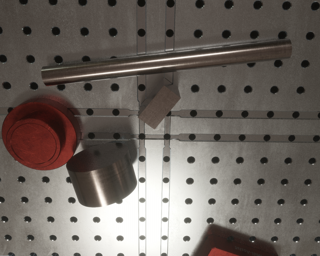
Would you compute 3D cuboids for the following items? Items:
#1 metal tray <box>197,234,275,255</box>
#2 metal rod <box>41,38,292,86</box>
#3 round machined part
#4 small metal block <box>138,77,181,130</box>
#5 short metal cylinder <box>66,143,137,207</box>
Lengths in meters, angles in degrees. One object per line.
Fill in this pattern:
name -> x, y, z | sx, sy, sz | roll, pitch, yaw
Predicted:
metal tray -> 0.121, 0.233, 0.498 | 0.131, 0.030, 0.089 | 21, 109, -8
metal rod -> 0.007, -0.081, 0.383 | 0.302, 0.025, 0.025 | -6, 110, 1
round machined part -> -0.159, 0.013, 0.407 | 0.099, 0.042, 0.097 | 0, 110, -1
small metal block -> -0.001, -0.032, 0.388 | 0.025, 0.050, 0.050 | 36, 106, -13
short metal cylinder -> -0.075, 0.059, 0.405 | 0.080, 0.080, 0.050 | -11, 110, 4
